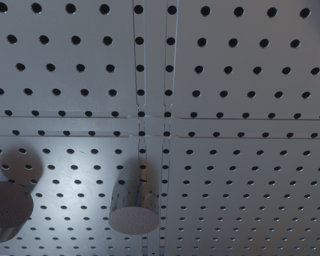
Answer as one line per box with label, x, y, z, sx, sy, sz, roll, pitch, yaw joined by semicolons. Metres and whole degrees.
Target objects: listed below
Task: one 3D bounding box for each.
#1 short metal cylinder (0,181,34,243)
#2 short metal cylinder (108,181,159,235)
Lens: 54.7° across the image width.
short metal cylinder;-0.247;0.131;0.483;0.080;0.080;0.050;27;125;-21
short metal cylinder;-0.041;0.131;0.507;0.081;0.050;0.079;-1;130;0
